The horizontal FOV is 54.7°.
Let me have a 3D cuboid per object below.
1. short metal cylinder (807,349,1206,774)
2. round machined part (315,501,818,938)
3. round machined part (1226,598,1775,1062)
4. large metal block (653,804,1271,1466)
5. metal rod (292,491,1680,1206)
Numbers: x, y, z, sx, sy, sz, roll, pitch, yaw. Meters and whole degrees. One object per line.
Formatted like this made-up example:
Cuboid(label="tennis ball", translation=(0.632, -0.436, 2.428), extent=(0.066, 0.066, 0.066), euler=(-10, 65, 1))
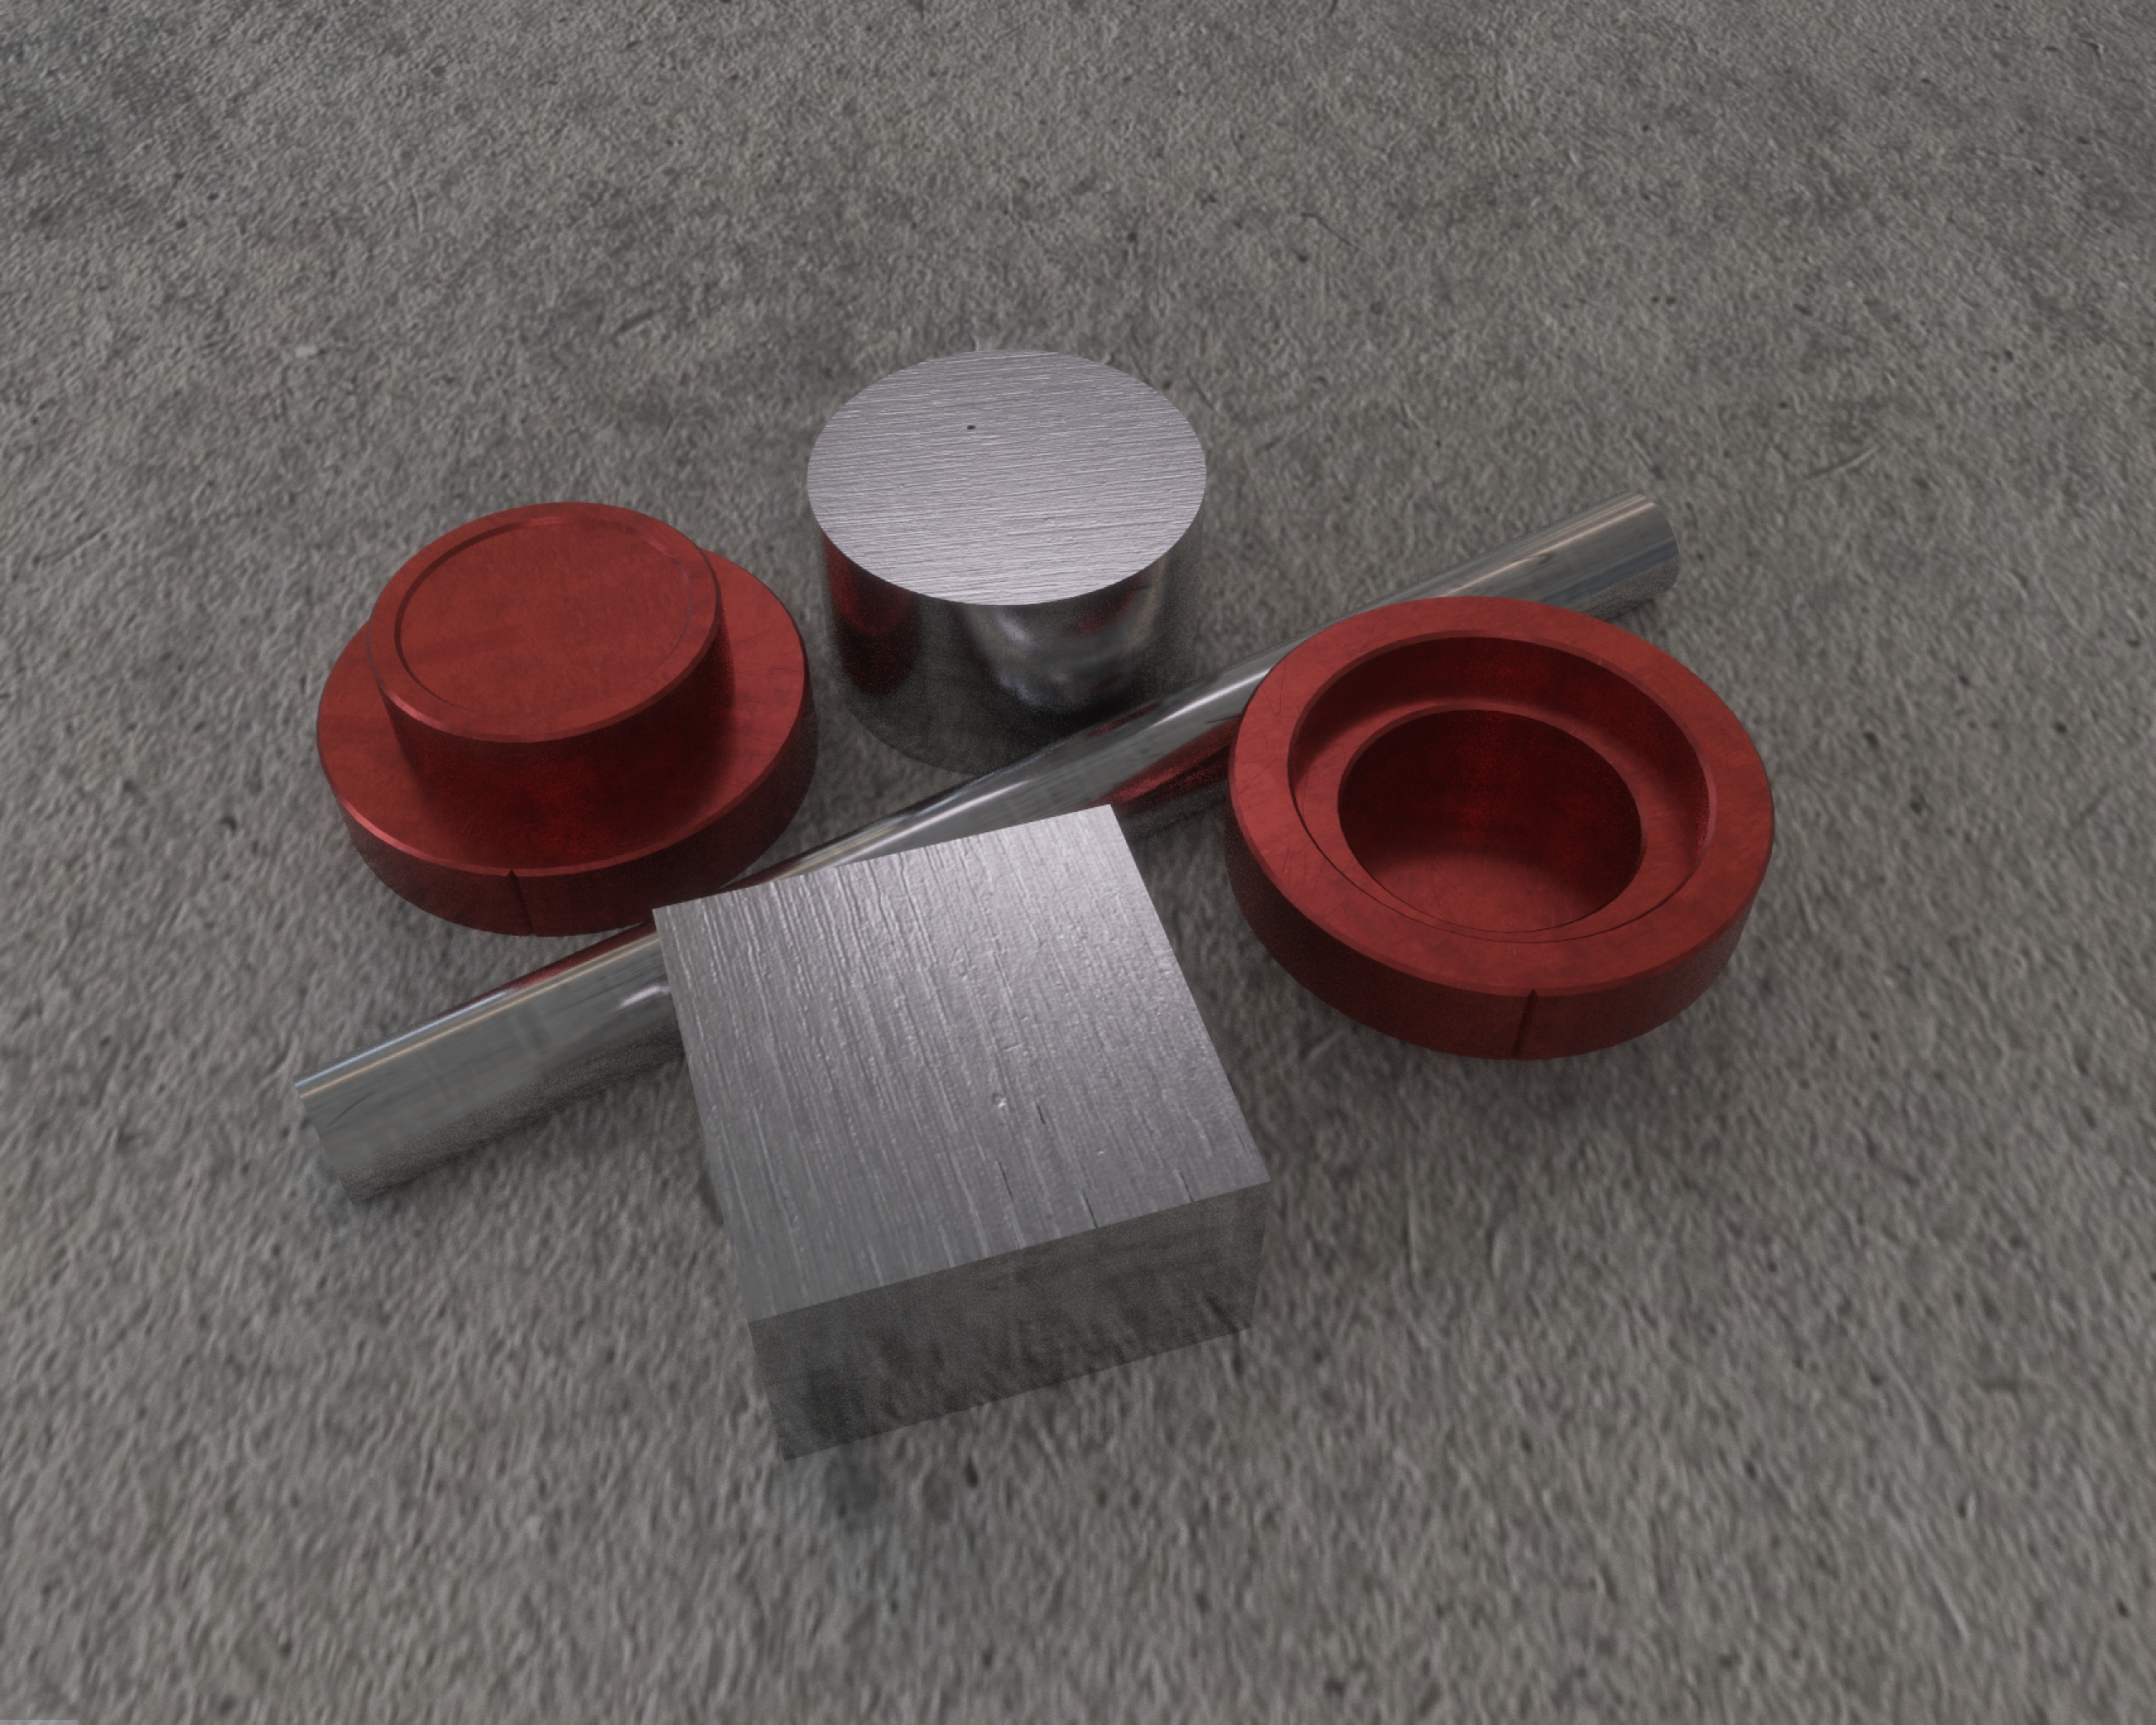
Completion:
Cuboid(label="short metal cylinder", translation=(-0.014, -0.064, 0.441), extent=(0.081, 0.050, 0.080), euler=(0, 50, 0))
Cuboid(label="round machined part", translation=(-0.104, -0.036, 0.422), extent=(0.099, 0.042, 0.098), euler=(0, 50, 0))
Cuboid(label="round machined part", translation=(0.077, -0.002, 0.395), extent=(0.099, 0.042, 0.098), euler=(0, 50, 0))
Cuboid(label="large metal block", translation=(-0.021, 0.044, 0.352), extent=(0.081, 0.050, 0.080), euler=(-13, 51, -11))
Cuboid(label="metal rod", translation=(-0.003, -0.011, 0.415), extent=(0.302, 0.025, 0.025), euler=(-25, 55, -20))
